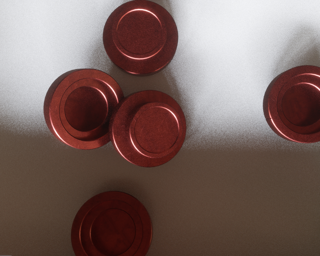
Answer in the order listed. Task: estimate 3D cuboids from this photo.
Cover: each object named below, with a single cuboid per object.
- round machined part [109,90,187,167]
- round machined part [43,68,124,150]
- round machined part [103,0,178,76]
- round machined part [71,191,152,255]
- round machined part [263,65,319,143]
[{"bbox_3d":[-0.010,0.001,0.387,0.099,0.042,0.097,-1,94,-22],"label":"round machined part"},{"bbox_3d":[-0.096,-0.025,0.386,0.099,0.042,0.097,-8,103,-38],"label":"round machined part"},{"bbox_3d":[-0.025,-0.119,0.403,0.099,0.042,0.097,0,90,-1],"label":"round machined part"},{"bbox_3d":[-0.058,0.132,0.393,0.099,0.042,0.098,-1,71,2],"label":"round machined part"},{"bbox_3d":[0.183,-0.030,0.405,0.099,0.042,0.097,0,90,-1],"label":"round machined part"}]
